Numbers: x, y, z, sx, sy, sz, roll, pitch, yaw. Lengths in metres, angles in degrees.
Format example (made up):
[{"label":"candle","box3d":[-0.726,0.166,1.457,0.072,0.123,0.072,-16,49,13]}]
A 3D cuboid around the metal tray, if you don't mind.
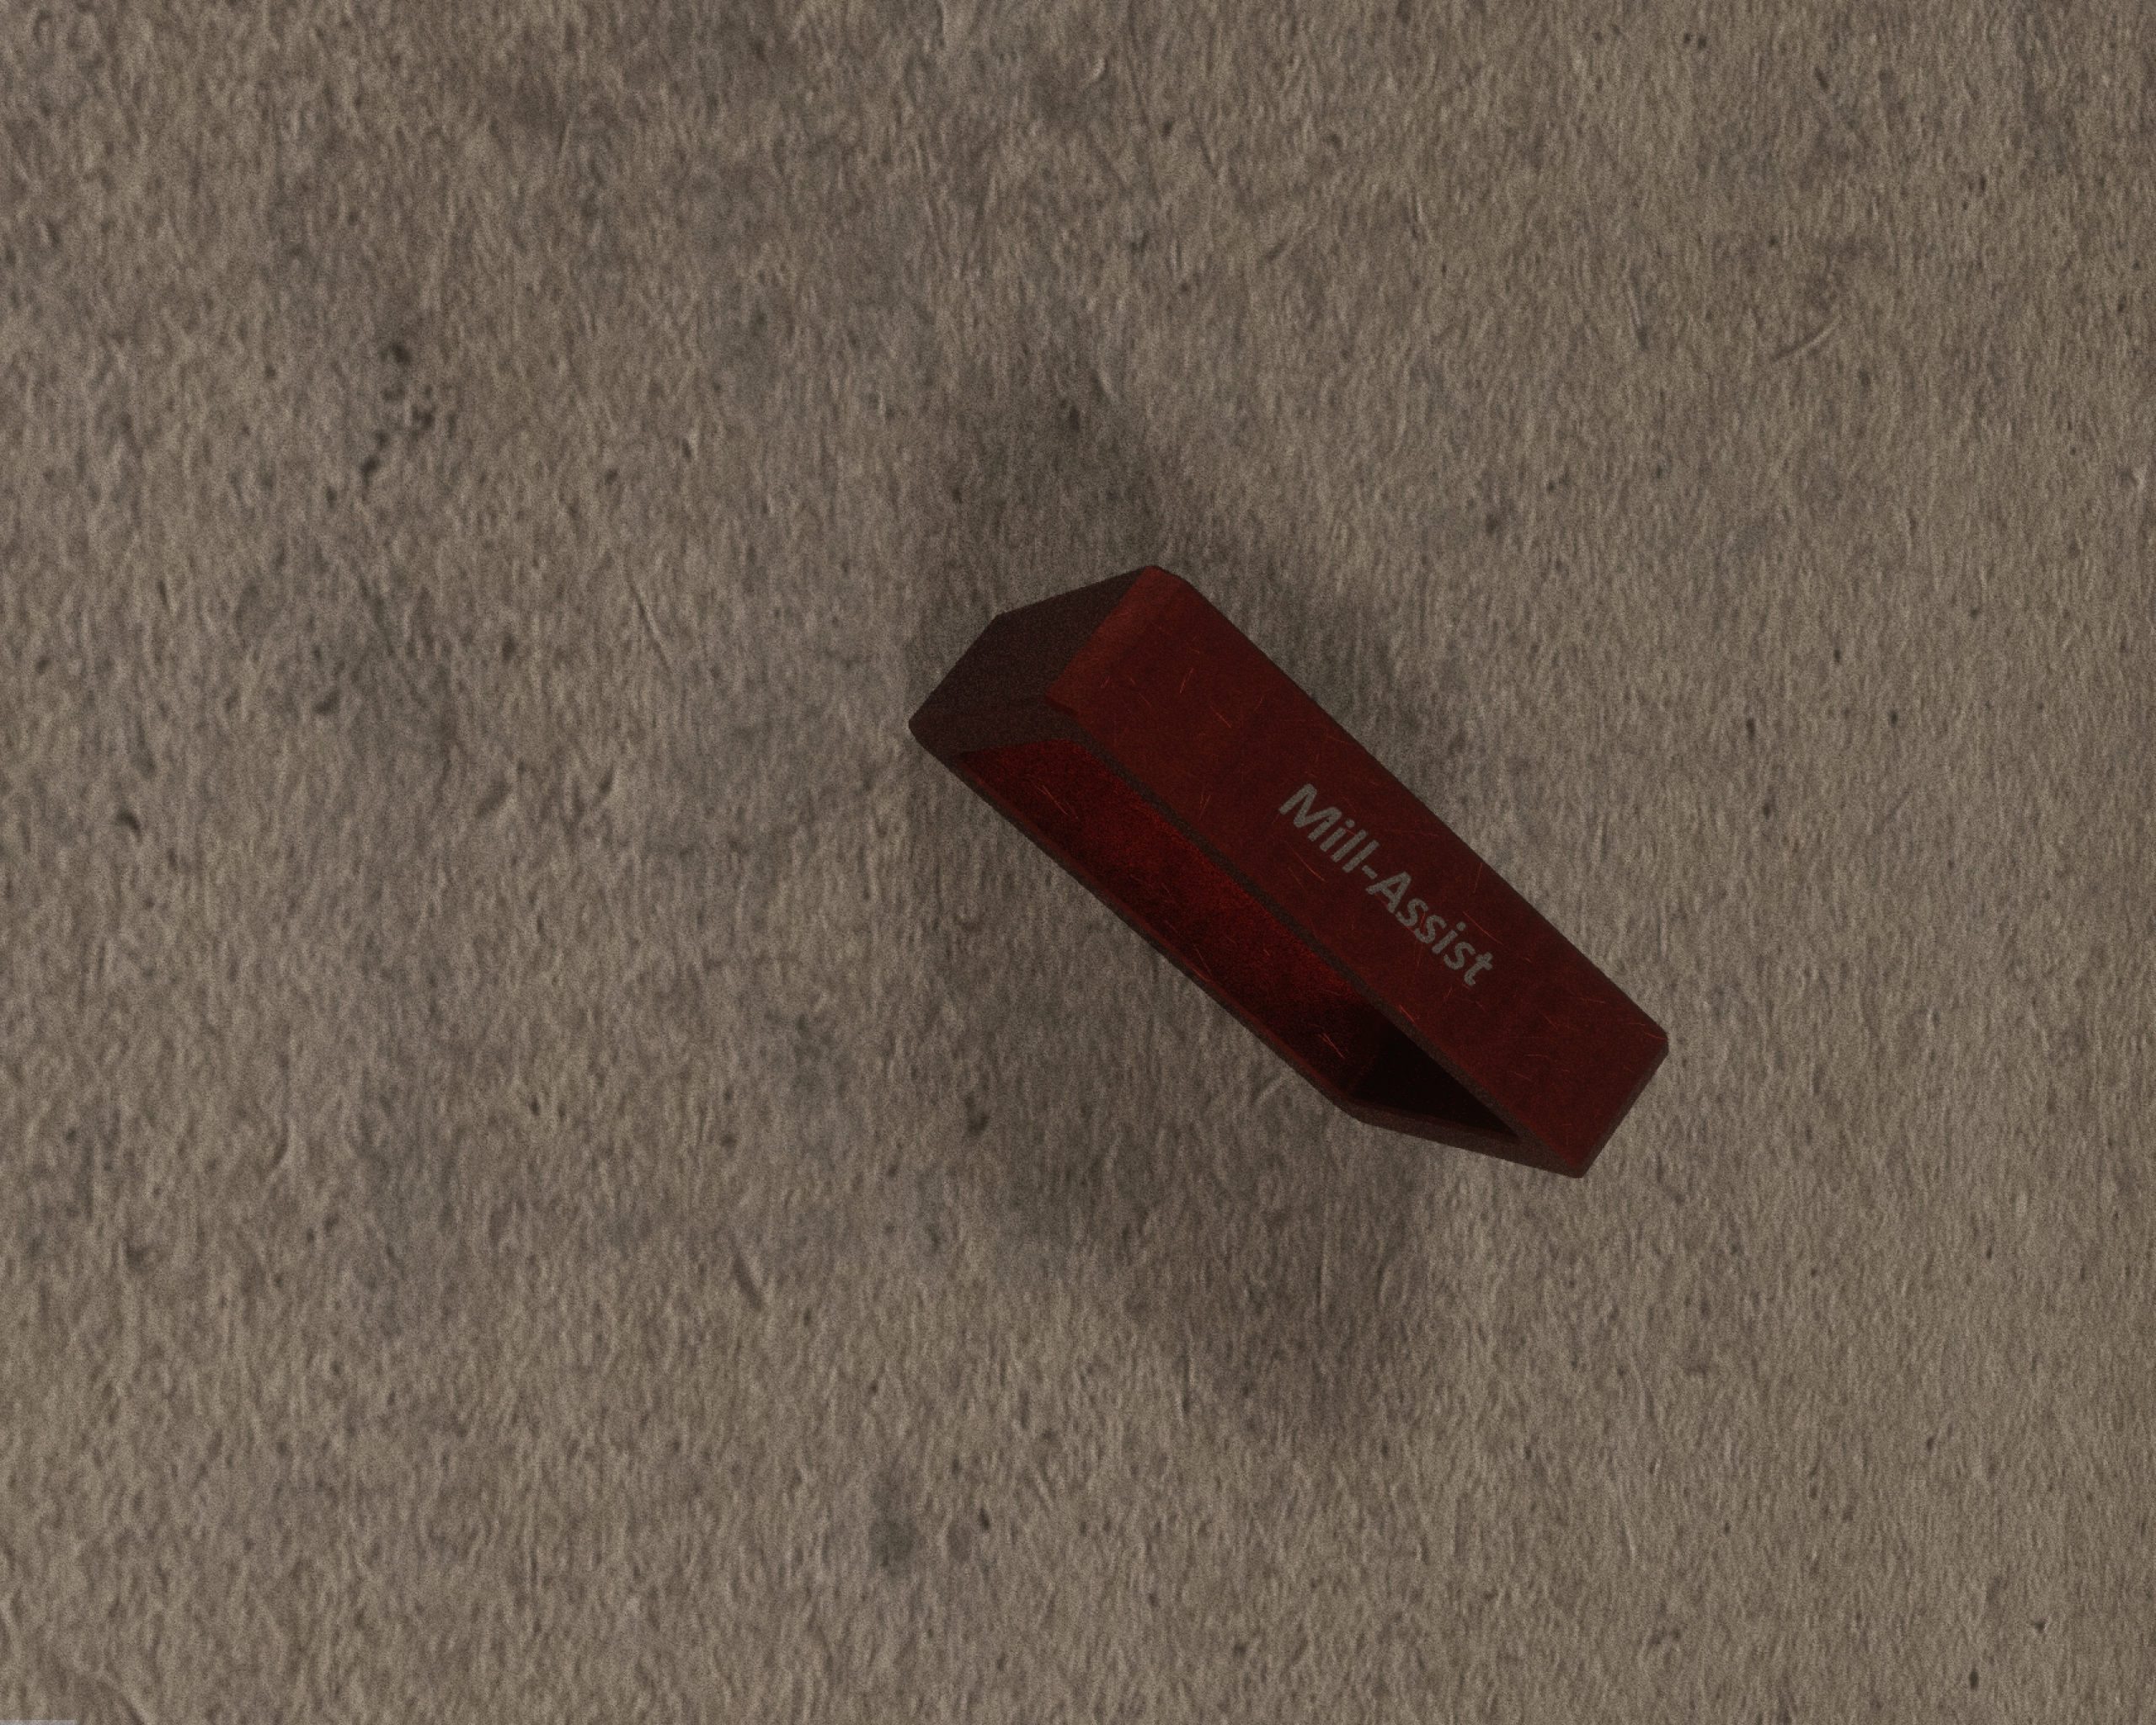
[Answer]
[{"label":"metal tray","box3d":[0.036,0.003,0.390,0.130,0.090,0.030,41,77,-16]}]
